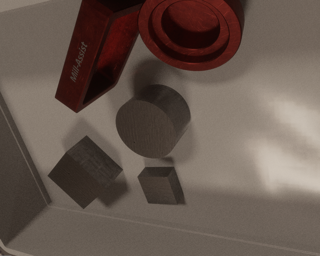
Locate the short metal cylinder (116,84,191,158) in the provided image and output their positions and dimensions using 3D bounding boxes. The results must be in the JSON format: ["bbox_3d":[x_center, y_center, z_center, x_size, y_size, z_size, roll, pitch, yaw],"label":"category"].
[{"bbox_3d":[-0.008,-0.009,0.390,0.080,0.050,0.079,13,124,20],"label":"short metal cylinder"}]

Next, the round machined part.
[{"bbox_3d":[0.032,-0.105,0.300,0.098,0.042,0.098,13,148,8],"label":"round machined part"}]

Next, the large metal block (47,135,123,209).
[{"bbox_3d":[-0.121,0.072,0.499,0.080,0.050,0.080,44,129,-3],"label":"large metal block"}]

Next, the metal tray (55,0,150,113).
[{"bbox_3d":[-0.063,-0.087,0.344,0.030,0.090,0.129,36,129,4],"label":"metal tray"}]

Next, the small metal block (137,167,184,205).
[{"bbox_3d":[0.001,0.085,0.459,0.050,0.025,0.050,-5,116,30],"label":"small metal block"}]
